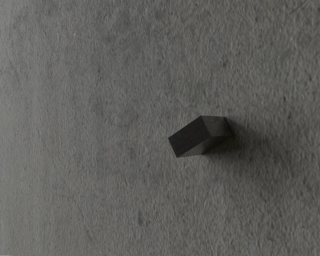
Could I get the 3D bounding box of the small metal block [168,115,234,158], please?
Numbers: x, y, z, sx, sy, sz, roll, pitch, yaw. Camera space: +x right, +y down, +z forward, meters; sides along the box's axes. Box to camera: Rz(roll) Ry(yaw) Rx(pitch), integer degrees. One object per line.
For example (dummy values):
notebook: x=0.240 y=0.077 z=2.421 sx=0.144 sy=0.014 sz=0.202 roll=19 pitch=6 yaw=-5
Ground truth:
small metal block: x=0.047 y=0.010 z=0.351 sx=0.050 sy=0.050 sz=0.025 roll=-36 pitch=68 yaw=34
